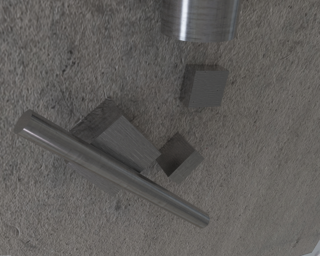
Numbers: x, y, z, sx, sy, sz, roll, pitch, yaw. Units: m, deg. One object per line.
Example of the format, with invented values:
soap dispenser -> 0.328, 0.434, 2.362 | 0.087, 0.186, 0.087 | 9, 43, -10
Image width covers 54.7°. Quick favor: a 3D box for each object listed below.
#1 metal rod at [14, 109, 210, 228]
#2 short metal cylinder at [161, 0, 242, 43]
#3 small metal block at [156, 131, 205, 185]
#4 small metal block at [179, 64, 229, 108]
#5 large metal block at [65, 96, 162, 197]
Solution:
metal rod -> -0.028, 0.066, 0.367 | 0.025, 0.025, 0.301 | -48, 129, 5
short metal cylinder -> 0.042, -0.123, 0.318 | 0.081, 0.080, 0.050 | -12, 123, -22
small metal block -> 0.025, 0.041, 0.430 | 0.050, 0.050, 0.025 | -46, 129, 3
small metal block -> 0.057, -0.055, 0.404 | 0.050, 0.025, 0.050 | -5, 121, -26
large metal block -> -0.059, 0.024, 0.373 | 0.080, 0.050, 0.080 | -42, 130, 0
